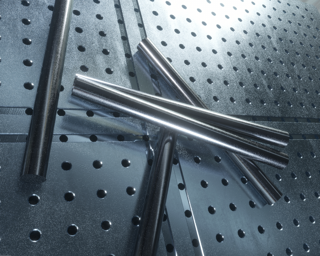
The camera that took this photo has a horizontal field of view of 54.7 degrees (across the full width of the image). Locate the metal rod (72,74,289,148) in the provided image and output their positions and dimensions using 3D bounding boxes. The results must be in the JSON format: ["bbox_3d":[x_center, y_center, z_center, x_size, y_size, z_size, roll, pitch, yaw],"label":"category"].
[{"bbox_3d":[0.036,-0.020,0.417,0.302,0.025,0.025,14,56,-12],"label":"metal rod"}]

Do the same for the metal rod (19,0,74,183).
[{"bbox_3d":[-0.133,-0.078,0.385,0.025,0.025,0.299,11,57,-23],"label":"metal rod"}]

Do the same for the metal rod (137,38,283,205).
[{"bbox_3d":[0.069,-0.015,0.455,0.025,0.025,0.300,-34,81,-38],"label":"metal rod"}]

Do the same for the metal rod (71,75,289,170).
[{"bbox_3d":[0.039,0.000,0.397,0.302,0.025,0.025,19,54,-17],"label":"metal rod"}]

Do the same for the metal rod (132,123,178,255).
[{"bbox_3d":[-0.012,0.115,0.332,0.025,0.025,0.300,23,53,-15],"label":"metal rod"}]
